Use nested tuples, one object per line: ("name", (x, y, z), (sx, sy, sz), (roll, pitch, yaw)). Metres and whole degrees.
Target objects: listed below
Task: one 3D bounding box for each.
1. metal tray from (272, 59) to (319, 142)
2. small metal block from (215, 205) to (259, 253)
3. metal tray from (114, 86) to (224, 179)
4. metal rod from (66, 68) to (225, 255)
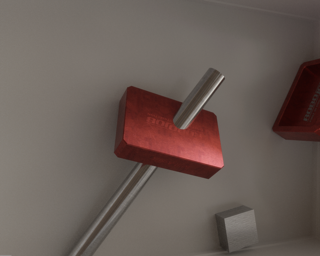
("metal tray", (0.233, -0.044, 0.464), (0.030, 0.090, 0.130), (31, 80, -18))
("small metal block", (0.113, 0.147, 0.454), (0.050, 0.025, 0.050), (-10, 94, -20))
("metal tray", (0.013, 0.006, 0.388), (0.131, 0.030, 0.090), (16, 49, -20))
("metal rod", (-0.017, 0.050, 0.385), (0.025, 0.025, 0.300), (39, 85, -16))
